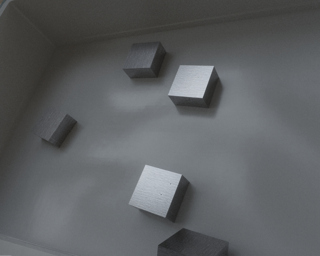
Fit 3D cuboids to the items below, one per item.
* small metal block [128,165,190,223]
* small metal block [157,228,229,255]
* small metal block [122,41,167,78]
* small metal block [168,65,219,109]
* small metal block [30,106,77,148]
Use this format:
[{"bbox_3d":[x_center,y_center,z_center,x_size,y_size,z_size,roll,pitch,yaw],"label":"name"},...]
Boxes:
[{"bbox_3d":[-0.001,0.075,0.359,0.050,0.025,0.050,11,67,32],"label":"small metal block"},{"bbox_3d":[0.032,0.122,0.294,0.050,0.050,0.025,7,96,31],"label":"small metal block"},{"bbox_3d":[-0.024,-0.105,0.481,0.050,0.025,0.050,4,64,29],"label":"small metal block"},{"bbox_3d":[0.045,-0.056,0.415,0.050,0.025,0.050,8,66,31],"label":"small metal block"},{"bbox_3d":[-0.169,-0.003,0.494,0.050,0.025,0.050,20,72,35],"label":"small metal block"}]
